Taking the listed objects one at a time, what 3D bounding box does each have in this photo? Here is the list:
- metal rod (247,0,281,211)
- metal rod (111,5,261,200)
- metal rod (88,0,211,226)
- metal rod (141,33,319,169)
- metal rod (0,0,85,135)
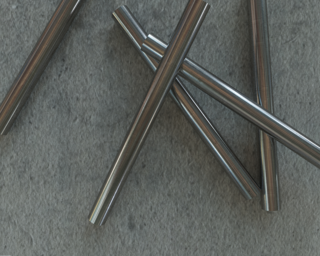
[{"bbox_3d":[0.137,-0.042,0.411,0.025,0.025,0.298,-4,90,-1],"label":"metal rod"},{"bbox_3d":[0.035,-0.033,0.410,0.025,0.025,0.299,-36,90,0],"label":"metal rod"},{"bbox_3d":[-0.019,-0.010,0.376,0.025,0.025,0.298,26,103,-1],"label":"metal rod"},{"bbox_3d":[0.108,-0.024,0.385,0.301,0.025,0.025,34,90,-1],"label":"metal rod"},{"bbox_3d":[-0.139,-0.126,0.408,0.025,0.025,0.299,30,90,-1],"label":"metal rod"}]
